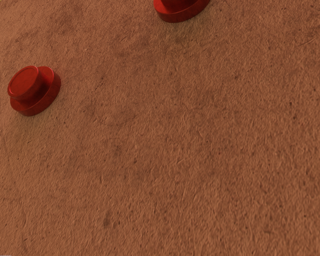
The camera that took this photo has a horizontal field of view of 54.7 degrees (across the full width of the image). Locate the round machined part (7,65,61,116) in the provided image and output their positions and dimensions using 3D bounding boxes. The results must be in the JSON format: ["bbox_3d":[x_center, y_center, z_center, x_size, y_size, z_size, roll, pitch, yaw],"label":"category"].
[{"bbox_3d":[-0.232,-0.073,0.557,0.098,0.042,0.098,-13,56,20],"label":"round machined part"}]

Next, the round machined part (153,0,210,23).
[{"bbox_3d":[0.033,-0.226,0.513,0.098,0.042,0.098,-13,56,20],"label":"round machined part"}]
